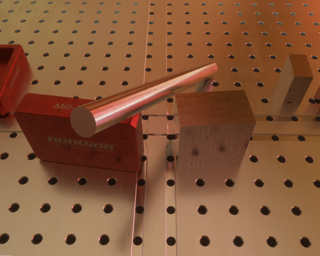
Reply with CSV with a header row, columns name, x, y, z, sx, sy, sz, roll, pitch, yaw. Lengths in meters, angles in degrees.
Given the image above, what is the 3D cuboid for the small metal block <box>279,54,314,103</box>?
name,x,y,z,sx,sy,sz,roll,pitch,yaw
small metal block,0.197,-0.073,0.453,0.025,0.050,0.050,4,50,4

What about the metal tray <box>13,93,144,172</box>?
name,x,y,z,sx,sy,sz,roll,pitch,yaw
metal tray,-0.087,0.008,0.358,0.131,0.090,0.030,6,51,5

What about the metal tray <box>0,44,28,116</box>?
name,x,y,z,sx,sy,sz,roll,pitch,yaw
metal tray,-0.263,-0.074,0.464,0.091,0.030,0.130,-2,50,-2

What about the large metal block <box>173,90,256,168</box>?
name,x,y,z,sx,sy,sz,roll,pitch,yaw
large metal block,0.059,0.003,0.370,0.081,0.080,0.050,-3,50,-3

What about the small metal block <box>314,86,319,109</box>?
name,x,y,z,sx,sy,sz,roll,pitch,yaw
small metal block,0.256,-0.053,0.437,0.050,0.050,0.025,0,50,0

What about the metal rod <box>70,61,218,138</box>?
name,x,y,z,sx,sy,sz,roll,pitch,yaw
metal rod,0.010,-0.049,0.362,0.025,0.025,0.302,25,27,19
